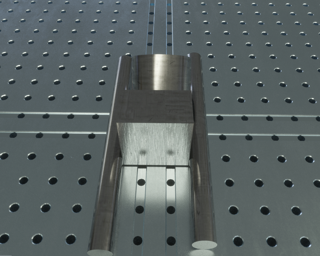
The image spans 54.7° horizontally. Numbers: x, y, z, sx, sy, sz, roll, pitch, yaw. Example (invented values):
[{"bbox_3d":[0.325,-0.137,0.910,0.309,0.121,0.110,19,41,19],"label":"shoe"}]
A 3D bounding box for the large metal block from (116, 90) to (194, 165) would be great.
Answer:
[{"bbox_3d":[-0.005,0.001,0.368,0.081,0.080,0.050,1,50,0],"label":"large metal block"}]

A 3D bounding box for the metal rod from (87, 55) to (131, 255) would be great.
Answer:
[{"bbox_3d":[-0.057,0.008,0.400,0.025,0.025,0.300,1,50,0],"label":"metal rod"}]

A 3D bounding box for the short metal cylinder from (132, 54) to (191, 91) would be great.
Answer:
[{"bbox_3d":[0.002,-0.070,0.422,0.081,0.050,0.080,1,6,0],"label":"short metal cylinder"}]

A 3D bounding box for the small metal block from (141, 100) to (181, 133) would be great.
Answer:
[{"bbox_3d":[0.001,-0.017,0.405,0.050,0.050,0.025,1,50,0],"label":"small metal block"}]

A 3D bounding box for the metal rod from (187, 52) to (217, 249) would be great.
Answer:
[{"bbox_3d":[0.050,0.002,0.406,0.025,0.025,0.300,2,50,1],"label":"metal rod"}]
